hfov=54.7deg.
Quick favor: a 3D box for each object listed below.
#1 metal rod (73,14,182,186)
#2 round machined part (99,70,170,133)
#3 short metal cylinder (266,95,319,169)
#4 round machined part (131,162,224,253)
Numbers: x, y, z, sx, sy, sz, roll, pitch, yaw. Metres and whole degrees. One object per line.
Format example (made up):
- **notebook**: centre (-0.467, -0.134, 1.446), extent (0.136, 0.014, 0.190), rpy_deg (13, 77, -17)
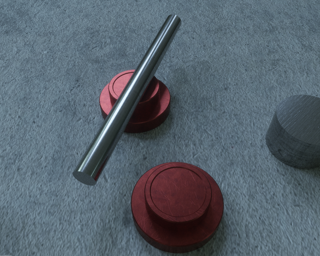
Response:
- **metal rod**: centre (-0.026, -0.059, 0.397), extent (0.025, 0.025, 0.301), rpy_deg (15, 51, 12)
- **round machined part**: centre (-0.035, -0.043, 0.428), extent (0.099, 0.042, 0.098), rpy_deg (0, 50, 0)
- **short metal cylinder**: centre (0.179, 0.004, 0.385), extent (0.081, 0.050, 0.080), rpy_deg (0, 50, 0)
- **round machined part**: centre (0.018, 0.076, 0.328), extent (0.099, 0.042, 0.098), rpy_deg (0, 50, 0)
